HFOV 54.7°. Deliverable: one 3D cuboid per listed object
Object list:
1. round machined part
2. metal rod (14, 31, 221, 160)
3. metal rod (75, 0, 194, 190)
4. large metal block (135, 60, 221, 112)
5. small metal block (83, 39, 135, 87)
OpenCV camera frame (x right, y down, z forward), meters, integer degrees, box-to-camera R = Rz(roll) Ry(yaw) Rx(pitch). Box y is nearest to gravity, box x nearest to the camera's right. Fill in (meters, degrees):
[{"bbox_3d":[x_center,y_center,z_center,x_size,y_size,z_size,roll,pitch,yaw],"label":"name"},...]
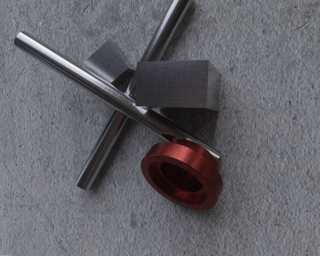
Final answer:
[{"bbox_3d":[0.030,0.051,0.371,0.098,0.097,0.042,23,53,18],"label":"round machined part"},{"bbox_3d":[-0.058,-0.039,0.398,0.301,0.025,0.025,32,101,5],"label":"metal rod"},{"bbox_3d":[-0.038,-0.046,0.421,0.025,0.025,0.299,33,100,16],"label":"metal rod"},{"bbox_3d":[0.025,-0.047,0.370,0.080,0.080,0.050,3,91,19],"label":"large metal block"},{"bbox_3d":[-0.070,-0.085,0.433,0.050,0.025,0.050,-37,79,16],"label":"small metal block"}]
